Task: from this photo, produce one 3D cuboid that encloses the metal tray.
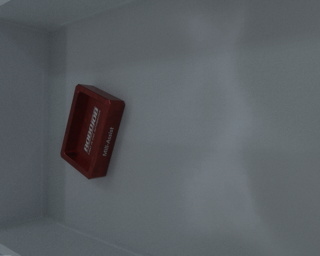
[{"bbox_3d":[-0.111,0.004,0.496,0.090,0.030,0.129,27,107,36],"label":"metal tray"}]
